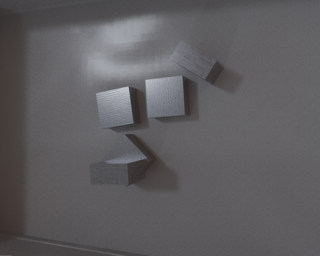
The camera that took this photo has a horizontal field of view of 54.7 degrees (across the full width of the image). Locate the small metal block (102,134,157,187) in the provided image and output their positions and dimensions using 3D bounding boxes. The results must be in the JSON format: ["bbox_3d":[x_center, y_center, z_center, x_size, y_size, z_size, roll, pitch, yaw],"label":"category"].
[{"bbox_3d":[-0.042,0.044,0.425,0.050,0.025,0.050,45,104,14],"label":"small metal block"}]

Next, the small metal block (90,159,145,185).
[{"bbox_3d":[-0.052,0.055,0.389,0.050,0.050,0.025,-4,89,20],"label":"small metal block"}]

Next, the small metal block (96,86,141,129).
[{"bbox_3d":[-0.057,-0.027,0.431,0.050,0.025,0.050,-9,87,19],"label":"small metal block"}]

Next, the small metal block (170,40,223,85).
[{"bbox_3d":[0.046,-0.079,0.381,0.050,0.050,0.025,34,101,16],"label":"small metal block"}]

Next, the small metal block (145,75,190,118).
[{"bbox_3d":[0.010,-0.039,0.407,0.050,0.025,0.050,-4,89,20],"label":"small metal block"}]
